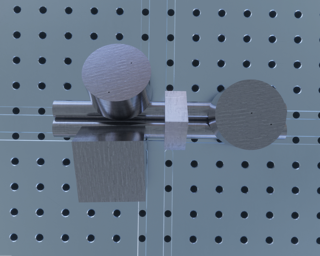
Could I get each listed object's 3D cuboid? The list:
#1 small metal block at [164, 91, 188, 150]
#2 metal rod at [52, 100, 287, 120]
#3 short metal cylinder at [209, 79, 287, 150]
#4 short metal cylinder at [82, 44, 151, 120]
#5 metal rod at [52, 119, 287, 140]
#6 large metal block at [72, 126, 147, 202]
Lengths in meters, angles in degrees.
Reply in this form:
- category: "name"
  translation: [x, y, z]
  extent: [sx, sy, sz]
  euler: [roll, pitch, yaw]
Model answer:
- category: "small metal block"
  translation: [0.018, -0.009, 0.369]
  extent: [0.025, 0.050, 0.050]
  euler: [1, 48, 0]
- category: "metal rod"
  translation: [0.013, -0.023, 0.410]
  extent: [0.302, 0.025, 0.025]
  euler: [1, 90, 0]
- category: "short metal cylinder"
  translation: [0.102, -0.015, 0.373]
  extent: [0.081, 0.050, 0.079]
  euler: [0, 90, 0]
- category: "short metal cylinder"
  translation: [-0.051, -0.056, 0.383]
  extent: [0.081, 0.050, 0.080]
  euler: [0, 66, -1]
- category: "metal rod"
  translation: [0.013, 0.002, 0.410]
  extent: [0.302, 0.025, 0.025]
  euler: [1, 90, 0]
- category: "large metal block"
  translation: [-0.058, 0.043, 0.383]
  extent: [0.081, 0.050, 0.079]
  euler: [-1, 110, 0]
